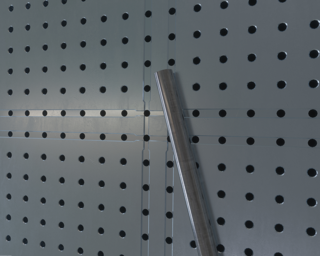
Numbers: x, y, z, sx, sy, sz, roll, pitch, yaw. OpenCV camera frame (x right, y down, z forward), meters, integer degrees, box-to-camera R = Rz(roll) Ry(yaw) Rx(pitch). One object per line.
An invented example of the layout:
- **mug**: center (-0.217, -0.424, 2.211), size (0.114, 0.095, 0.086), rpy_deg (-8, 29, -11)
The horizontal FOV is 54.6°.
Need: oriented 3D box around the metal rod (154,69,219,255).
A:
- **metal rod**: center (0.039, 0.071, 0.398), size (0.025, 0.025, 0.299), rpy_deg (-15, 85, 19)
